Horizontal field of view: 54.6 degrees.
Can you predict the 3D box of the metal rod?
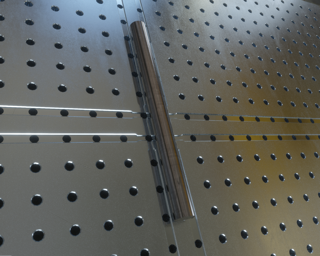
[{"bbox_3d":[-0.003,-0.027,0.422,0.025,0.025,0.299,1,62,-28],"label":"metal rod"}]
